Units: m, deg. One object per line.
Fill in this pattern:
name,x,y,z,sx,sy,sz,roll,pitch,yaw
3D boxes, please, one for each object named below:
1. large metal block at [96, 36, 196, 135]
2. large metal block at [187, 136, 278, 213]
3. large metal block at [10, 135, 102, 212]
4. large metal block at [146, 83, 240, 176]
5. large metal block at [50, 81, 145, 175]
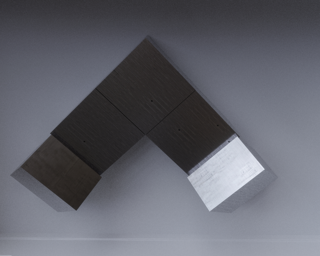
large metal block,-0.016,-0.053,0.376,0.080,0.050,0.080,-42,105,14
large metal block,0.095,0.064,0.398,0.080,0.050,0.080,-42,148,14
large metal block,-0.134,0.061,0.394,0.080,0.050,0.080,44,147,-15
large metal block,0.040,0.001,0.397,0.080,0.050,0.080,-42,105,14
large metal block,-0.075,-0.001,0.395,0.080,0.050,0.080,-42,105,14
